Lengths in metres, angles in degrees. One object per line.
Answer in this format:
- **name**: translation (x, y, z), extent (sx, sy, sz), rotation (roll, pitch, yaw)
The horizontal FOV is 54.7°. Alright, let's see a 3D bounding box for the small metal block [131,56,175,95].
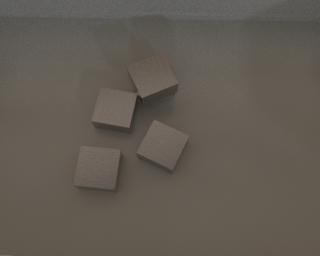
- **small metal block**: translation (-0.009, -0.069, 0.435), extent (0.050, 0.025, 0.050), rotation (-13, 71, -5)

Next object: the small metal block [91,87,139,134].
- **small metal block**: translation (-0.059, -0.023, 0.417), extent (0.050, 0.025, 0.050), rotation (10, 70, 3)

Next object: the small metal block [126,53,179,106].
- **small metal block**: translation (-0.010, -0.064, 0.406), extent (0.050, 0.025, 0.050), rotation (-23, 72, -9)

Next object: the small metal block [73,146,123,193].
- **small metal block**: translation (-0.076, 0.052, 0.390), extent (0.050, 0.025, 0.050), rotation (6, 70, 1)

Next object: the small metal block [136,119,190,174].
- **small metal block**: translation (0.004, 0.024, 0.401), extent (0.050, 0.025, 0.050), rotation (25, 72, 8)
